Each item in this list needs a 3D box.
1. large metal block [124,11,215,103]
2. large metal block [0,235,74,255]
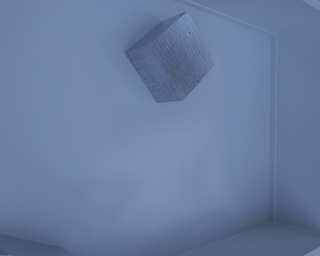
[{"bbox_3d":[0.015,-0.090,0.403,0.080,0.050,0.080,-49,119,-29],"label":"large metal block"},{"bbox_3d":[-0.115,0.136,0.275,0.080,0.080,0.050,31,71,-36],"label":"large metal block"}]
